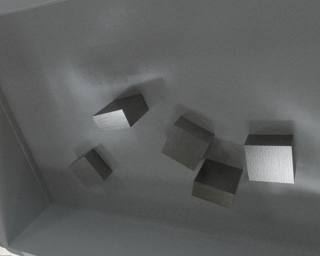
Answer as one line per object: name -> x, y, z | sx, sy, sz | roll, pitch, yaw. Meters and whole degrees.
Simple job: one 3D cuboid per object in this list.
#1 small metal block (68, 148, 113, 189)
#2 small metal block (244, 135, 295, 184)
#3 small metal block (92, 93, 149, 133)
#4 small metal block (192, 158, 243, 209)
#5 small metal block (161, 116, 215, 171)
small metal block -> -0.115, 0.068, 0.512 | 0.050, 0.025, 0.050 | -30, 102, 38
small metal block -> 0.129, 0.035, 0.362 | 0.050, 0.025, 0.050 | -1, 118, 28
small metal block -> -0.051, -0.020, 0.407 | 0.050, 0.050, 0.025 | -10, 113, 32
small metal block -> 0.074, 0.070, 0.397 | 0.050, 0.050, 0.025 | 17, 125, 19
small metal block -> 0.036, 0.020, 0.402 | 0.050, 0.025, 0.050 | 30, 128, 9
